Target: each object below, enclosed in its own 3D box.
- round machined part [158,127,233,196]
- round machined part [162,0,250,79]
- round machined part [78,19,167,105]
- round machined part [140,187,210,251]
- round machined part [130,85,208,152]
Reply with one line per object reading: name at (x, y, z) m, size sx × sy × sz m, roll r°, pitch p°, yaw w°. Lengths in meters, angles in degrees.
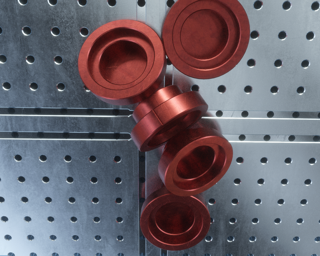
round machined part at (0.042, 0.039, 0.406) m, size 0.099 × 0.042 × 0.097 m, roll -15°, pitch 129°, yaw -19°
round machined part at (0.051, -0.109, 0.363) m, size 0.099 × 0.042 × 0.097 m, roll -1°, pitch 110°, yaw -4°
round machined part at (-0.041, -0.072, 0.361) m, size 0.099 × 0.042 × 0.098 m, roll -2°, pitch 75°, yaw 8°
round machined part at (0.021, 0.125, 0.451) m, size 0.099 × 0.042 × 0.097 m, roll 0°, pitch 110°, yaw -1°
round machined part at (0.006, -0.015, 0.377) m, size 0.098 × 0.098 × 0.042 m, roll -36°, pitch 75°, yaw 12°
